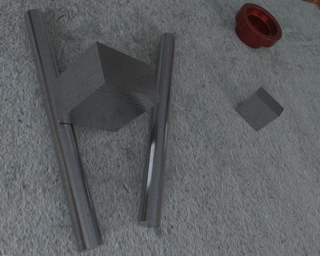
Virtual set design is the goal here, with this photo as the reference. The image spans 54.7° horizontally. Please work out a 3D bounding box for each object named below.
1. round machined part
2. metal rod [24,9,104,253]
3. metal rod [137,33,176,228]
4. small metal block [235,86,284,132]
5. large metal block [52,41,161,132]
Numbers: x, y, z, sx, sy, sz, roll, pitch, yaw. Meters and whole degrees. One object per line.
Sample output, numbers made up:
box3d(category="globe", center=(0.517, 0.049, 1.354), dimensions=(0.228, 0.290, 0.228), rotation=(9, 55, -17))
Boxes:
box3d(category="round machined part", center=(0.191, -0.198, 0.620), dimensions=(0.099, 0.042, 0.098), rotation=(14, 56, -21))
box3d(category="metal rod", center=(-0.115, -0.015, 0.351), dimensions=(0.025, 0.025, 0.299), rotation=(-7, 65, -32))
box3d(category="metal rod", center=(0.000, -0.020, 0.417), dimensions=(0.025, 0.025, 0.300), rotation=(18, 54, -18))
box3d(category="small metal block", center=(0.158, -0.029, 0.493), dimensions=(0.050, 0.050, 0.025), rotation=(45, 51, 3))
box3d(category="large metal block", center=(-0.060, -0.040, 0.346), dimensions=(0.080, 0.080, 0.050), rotation=(13, 53, -48))
